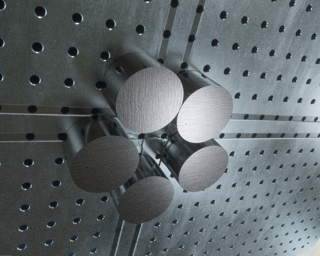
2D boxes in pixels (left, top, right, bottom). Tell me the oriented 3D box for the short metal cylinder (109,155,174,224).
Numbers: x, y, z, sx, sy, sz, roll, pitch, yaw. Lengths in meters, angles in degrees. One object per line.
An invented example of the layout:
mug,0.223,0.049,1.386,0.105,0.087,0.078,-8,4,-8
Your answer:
short metal cylinder,-0.027,0.085,0.431,0.081,0.050,0.079,-13,124,-21

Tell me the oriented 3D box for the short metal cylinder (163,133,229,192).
short metal cylinder,0.051,0.046,0.450,0.081,0.050,0.079,-14,126,-20

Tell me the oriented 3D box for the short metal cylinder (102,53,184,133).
short metal cylinder,-0.020,-0.041,0.358,0.081,0.050,0.079,-14,125,-21

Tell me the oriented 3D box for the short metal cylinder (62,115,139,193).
short metal cylinder,-0.072,0.031,0.374,0.081,0.050,0.079,-14,125,-21

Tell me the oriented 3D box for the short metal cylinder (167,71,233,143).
short metal cylinder,0.046,-0.028,0.402,0.081,0.050,0.079,-14,124,-21
